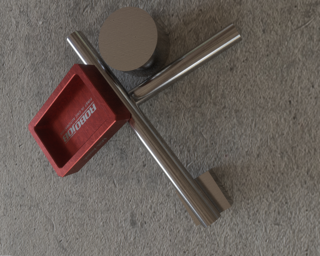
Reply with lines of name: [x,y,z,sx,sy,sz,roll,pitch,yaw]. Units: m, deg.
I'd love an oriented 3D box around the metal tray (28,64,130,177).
metal tray: [-0.109,-0.008,0.404,0.130,0.030,0.090,-43,76,26]

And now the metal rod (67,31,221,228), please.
metal rod: [-0.027,-0.007,0.393,0.025,0.025,0.299,-41,78,15]

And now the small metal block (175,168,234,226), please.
small metal block: [0.056,0.086,0.390,0.050,0.025,0.050,-35,79,16]

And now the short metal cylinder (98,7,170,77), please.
short metal cylinder: [-0.032,-0.110,0.407,0.080,0.050,0.079,0,90,19]

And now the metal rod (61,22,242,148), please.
metal rod: [-0.030,-0.044,0.420,0.300,0.025,0.025,-31,80,17]
